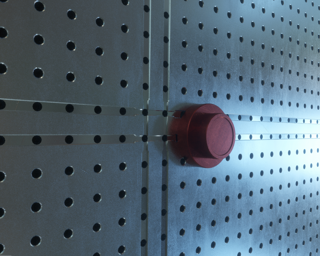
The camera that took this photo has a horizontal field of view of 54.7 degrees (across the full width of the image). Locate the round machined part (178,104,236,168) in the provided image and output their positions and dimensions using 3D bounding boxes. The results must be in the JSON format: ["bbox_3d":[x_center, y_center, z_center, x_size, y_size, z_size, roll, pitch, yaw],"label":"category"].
[{"bbox_3d":[0.076,0.012,0.464,0.099,0.042,0.097,0,90,-40],"label":"round machined part"}]
